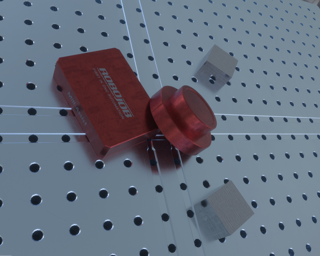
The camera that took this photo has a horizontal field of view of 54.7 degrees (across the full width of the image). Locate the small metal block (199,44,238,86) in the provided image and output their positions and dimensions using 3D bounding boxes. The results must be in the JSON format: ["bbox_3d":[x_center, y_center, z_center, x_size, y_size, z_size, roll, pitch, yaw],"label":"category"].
[{"bbox_3d":[0.100,-0.107,0.527,0.050,0.025,0.050,33,51,-7],"label":"small metal block"}]

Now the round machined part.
[{"bbox_3d":[0.036,-0.017,0.403,0.098,0.042,0.098,38,30,-26],"label":"round machined part"}]

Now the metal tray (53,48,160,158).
[{"bbox_3d":[-0.064,-0.037,0.393,0.091,0.030,0.130,-22,74,-36],"label":"metal tray"}]

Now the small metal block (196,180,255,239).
[{"bbox_3d":[0.082,0.102,0.390,0.050,0.025,0.050,-25,75,-37],"label":"small metal block"}]
